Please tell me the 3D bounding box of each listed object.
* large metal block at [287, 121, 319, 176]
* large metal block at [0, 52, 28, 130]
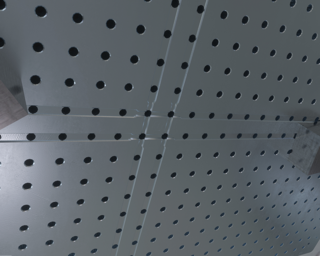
[{"bbox_3d":[0.297,0.035,0.577,0.081,0.050,0.079,-8,122,-25],"label":"large metal block"},{"bbox_3d":[-0.160,-0.046,0.259,0.050,0.080,0.080,-31,129,-8],"label":"large metal block"}]
